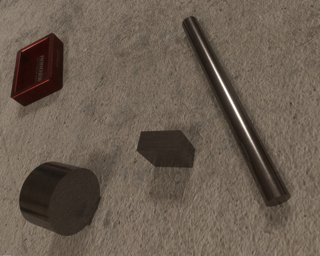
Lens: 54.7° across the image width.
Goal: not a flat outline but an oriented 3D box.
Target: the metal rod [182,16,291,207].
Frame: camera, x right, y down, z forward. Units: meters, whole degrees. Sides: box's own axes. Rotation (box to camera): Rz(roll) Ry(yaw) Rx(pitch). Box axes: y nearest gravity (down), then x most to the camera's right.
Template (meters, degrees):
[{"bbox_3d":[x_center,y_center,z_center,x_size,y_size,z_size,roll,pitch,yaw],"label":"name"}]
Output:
[{"bbox_3d":[0.080,-0.045,0.388,0.025,0.025,0.299,-25,53,12],"label":"metal rod"}]

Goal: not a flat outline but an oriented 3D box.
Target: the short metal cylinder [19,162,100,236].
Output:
[{"bbox_3d":[-0.120,0.084,0.378,0.050,0.080,0.080,7,65,31],"label":"short metal cylinder"}]

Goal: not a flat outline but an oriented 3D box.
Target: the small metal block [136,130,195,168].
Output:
[{"bbox_3d":[0.008,0.026,0.367,0.050,0.050,0.025,-2,61,27],"label":"small metal block"}]

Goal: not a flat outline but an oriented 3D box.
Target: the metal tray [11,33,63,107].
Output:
[{"bbox_3d":[-0.230,-0.113,0.587,0.090,0.030,0.130,-22,54,14],"label":"metal tray"}]
